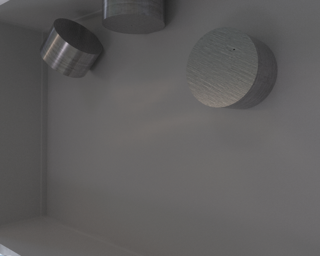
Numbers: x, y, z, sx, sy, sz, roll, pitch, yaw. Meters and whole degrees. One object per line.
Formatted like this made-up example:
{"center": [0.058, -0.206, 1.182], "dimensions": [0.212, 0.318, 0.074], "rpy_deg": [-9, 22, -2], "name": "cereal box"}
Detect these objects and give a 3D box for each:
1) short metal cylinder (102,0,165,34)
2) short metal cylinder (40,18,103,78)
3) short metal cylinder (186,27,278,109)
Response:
{"center": [-0.034, -0.157, 0.399], "dimensions": [0.080, 0.081, 0.050], "rpy_deg": [1, 91, 40], "name": "short metal cylinder"}
{"center": [-0.138, -0.125, 0.486], "dimensions": [0.050, 0.081, 0.080], "rpy_deg": [-47, 62, 30], "name": "short metal cylinder"}
{"center": [0.075, -0.060, 0.328], "dimensions": [0.080, 0.050, 0.080], "rpy_deg": [0, 90, 40], "name": "short metal cylinder"}
